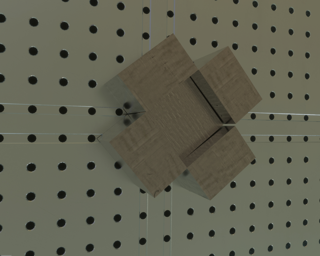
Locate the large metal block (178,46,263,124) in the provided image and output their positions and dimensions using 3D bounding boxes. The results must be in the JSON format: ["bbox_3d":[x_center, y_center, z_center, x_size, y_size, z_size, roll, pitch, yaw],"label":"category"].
[{"bbox_3d":[0.073,-0.052,0.410,0.050,0.080,0.080,-41,103,-16],"label":"large metal block"}]

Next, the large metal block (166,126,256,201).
[{"bbox_3d":[0.061,0.041,0.407,0.080,0.080,0.050,-39,103,-16],"label":"large metal block"}]

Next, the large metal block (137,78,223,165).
[{"bbox_3d":[0.020,-0.011,0.405,0.080,0.050,0.080,-40,101,-14],"label":"large metal block"}]

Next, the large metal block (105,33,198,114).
[{"bbox_3d":[-0.014,-0.062,0.378,0.080,0.080,0.050,-40,103,-15],"label":"large metal block"}]

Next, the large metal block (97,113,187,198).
[{"bbox_3d":[-0.025,0.030,0.374,0.050,0.080,0.080,-41,103,-15],"label":"large metal block"}]
